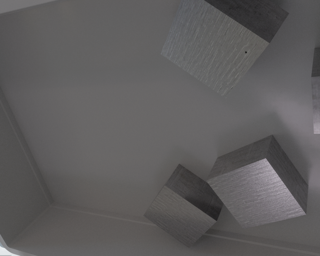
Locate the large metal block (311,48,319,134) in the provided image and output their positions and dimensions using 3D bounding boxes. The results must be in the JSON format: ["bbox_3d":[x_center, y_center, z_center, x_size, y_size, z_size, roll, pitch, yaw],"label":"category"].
[{"bbox_3d":[0.174,-0.037,0.259,0.080,0.080,0.050,-1,118,29],"label":"large metal block"}]

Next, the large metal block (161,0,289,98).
[{"bbox_3d":[0.057,-0.088,0.293,0.080,0.050,0.080,35,148,4],"label":"large metal block"}]

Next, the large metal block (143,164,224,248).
[{"bbox_3d":[0.035,0.112,0.444,0.080,0.050,0.079,34,129,5],"label":"large metal block"}]

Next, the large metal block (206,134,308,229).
[{"bbox_3d":[0.117,0.066,0.372,0.080,0.050,0.080,-30,102,38],"label":"large metal block"}]
